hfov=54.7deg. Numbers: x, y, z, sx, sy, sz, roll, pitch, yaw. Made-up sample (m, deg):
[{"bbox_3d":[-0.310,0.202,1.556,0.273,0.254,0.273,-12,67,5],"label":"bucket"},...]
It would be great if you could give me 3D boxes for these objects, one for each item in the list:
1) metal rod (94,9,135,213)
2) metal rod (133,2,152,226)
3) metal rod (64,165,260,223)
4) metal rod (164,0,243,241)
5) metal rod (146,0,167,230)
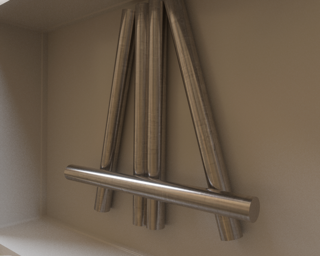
[{"bbox_3d":[-0.065,-0.020,0.460,0.025,0.025,0.298,16,100,39],"label":"metal rod"},{"bbox_3d":[-0.023,-0.018,0.425,0.025,0.025,0.298,1,91,40],"label":"metal rod"},{"bbox_3d":[-0.025,0.074,0.392,0.300,0.025,0.025,2,91,40],"label":"metal rod"},{"bbox_3d":[0.048,-0.023,0.366,0.025,0.025,0.299,-20,77,38],"label":"metal rod"},{"bbox_3d":[-0.004,-0.018,0.409,0.025,0.025,0.298,1,91,40],"label":"metal rod"}]
